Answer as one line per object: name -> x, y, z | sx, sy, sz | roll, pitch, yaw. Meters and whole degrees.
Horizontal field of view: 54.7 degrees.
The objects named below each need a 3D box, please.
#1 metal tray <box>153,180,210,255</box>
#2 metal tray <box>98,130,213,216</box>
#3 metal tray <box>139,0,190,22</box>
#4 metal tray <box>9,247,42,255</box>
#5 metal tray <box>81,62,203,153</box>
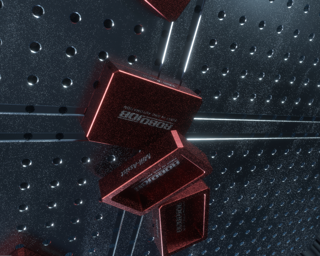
metal tray -> 0.036, 0.153, 0.524 | 0.091, 0.030, 0.129 | -17, 125, -19
metal tray -> -0.005, 0.066, 0.418 | 0.130, 0.030, 0.090 | -35, 138, 15
metal tray -> -0.010, -0.177, 0.294 | 0.131, 0.030, 0.090 | 29, 102, -38
metal tray -> -0.187, 0.235, 0.452 | 0.090, 0.030, 0.130 | -40, 130, -1
metal tray -> -0.020, -0.019, 0.387 | 0.131, 0.030, 0.089 | 14, 111, -34
